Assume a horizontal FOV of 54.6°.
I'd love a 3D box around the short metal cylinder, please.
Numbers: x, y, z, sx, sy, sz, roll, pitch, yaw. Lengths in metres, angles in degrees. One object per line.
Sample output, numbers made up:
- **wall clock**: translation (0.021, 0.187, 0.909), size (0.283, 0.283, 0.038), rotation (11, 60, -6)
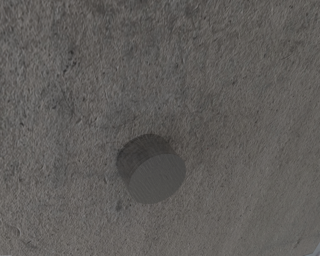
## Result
- **short metal cylinder**: translation (-0.012, 0.055, 0.417), size (0.081, 0.050, 0.080), rotation (-14, 124, -21)
